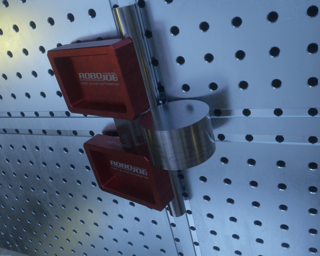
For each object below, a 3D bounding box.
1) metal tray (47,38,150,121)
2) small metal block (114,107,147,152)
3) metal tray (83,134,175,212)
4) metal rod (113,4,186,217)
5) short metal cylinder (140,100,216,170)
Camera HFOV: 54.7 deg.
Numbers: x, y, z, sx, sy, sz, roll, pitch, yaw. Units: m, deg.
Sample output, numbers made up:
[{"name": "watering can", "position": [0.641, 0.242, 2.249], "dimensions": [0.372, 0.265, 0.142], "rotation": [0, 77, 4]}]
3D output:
[{"name": "metal tray", "position": [-0.080, -0.061, 0.390], "dimensions": [0.130, 0.030, 0.089], "rotation": [8, 123, 39]}, {"name": "small metal block", "position": [-0.037, -0.002, 0.411], "dimensions": [0.050, 0.025, 0.050], "rotation": [26, 136, 53]}, {"name": "metal tray", "position": [-0.047, 0.061, 0.448], "dimensions": [0.130, 0.030, 0.089], "rotation": [8, 123, 38]}, {"name": "metal rod", "position": [-0.007, -0.004, 0.407], "dimensions": [0.025, 0.025, 0.298], "rotation": [0, 119, 28]}, {"name": "short metal cylinder", "position": [0.022, 0.006, 0.363], "dimensions": [0.080, 0.080, 0.050], "rotation": [0, 119, 28]}]
